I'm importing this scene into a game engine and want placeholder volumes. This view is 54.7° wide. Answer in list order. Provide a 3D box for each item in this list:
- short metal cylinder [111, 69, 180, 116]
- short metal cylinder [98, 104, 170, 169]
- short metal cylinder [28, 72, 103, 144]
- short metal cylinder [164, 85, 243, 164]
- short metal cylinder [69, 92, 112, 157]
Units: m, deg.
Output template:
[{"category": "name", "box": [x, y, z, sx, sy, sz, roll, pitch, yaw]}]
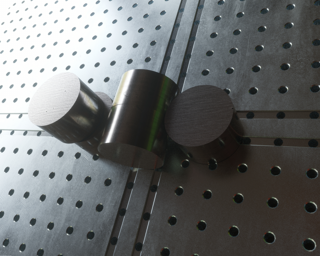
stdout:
[{"category": "short metal cylinder", "box": [-0.019, -0.032, 0.403, 0.080, 0.080, 0.050, 1, 63, 29]}, {"category": "short metal cylinder", "box": [-0.030, 0.013, 0.381, 0.080, 0.080, 0.050, -1, 62, 28]}, {"category": "short metal cylinder", "box": [-0.123, -0.026, 0.406, 0.080, 0.050, 0.080, -13, 56, 21]}, {"category": "short metal cylinder", "box": [0.052, -0.004, 0.366, 0.080, 0.050, 0.080, -13, 56, 21]}, {"category": "short metal cylinder", "box": [-0.089, -0.005, 0.442, 0.080, 0.050, 0.080, -13, 56, 21]}]
